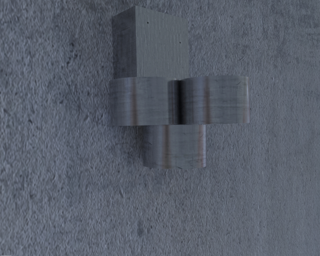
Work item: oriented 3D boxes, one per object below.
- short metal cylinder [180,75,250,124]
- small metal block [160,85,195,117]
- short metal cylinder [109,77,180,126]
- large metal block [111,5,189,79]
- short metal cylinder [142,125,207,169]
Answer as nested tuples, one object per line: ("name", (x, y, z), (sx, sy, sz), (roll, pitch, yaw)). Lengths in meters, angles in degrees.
("short metal cylinder", (0.062, -0.030, 0.358), (0.081, 0.080, 0.050), (-3, 92, -40))
("small metal block", (0.022, -0.030, 0.411), (0.025, 0.050, 0.050), (1, 89, -40))
("short metal cylinder", (-0.017, -0.029, 0.356), (0.081, 0.080, 0.050), (-3, 92, -40))
("large metal block", (-0.011, -0.095, 0.381), (0.081, 0.050, 0.079), (-2, 92, -40))
("short metal cylinder", (0.018, 0.021, 0.386), (0.081, 0.080, 0.050), (-1, 91, -40))
